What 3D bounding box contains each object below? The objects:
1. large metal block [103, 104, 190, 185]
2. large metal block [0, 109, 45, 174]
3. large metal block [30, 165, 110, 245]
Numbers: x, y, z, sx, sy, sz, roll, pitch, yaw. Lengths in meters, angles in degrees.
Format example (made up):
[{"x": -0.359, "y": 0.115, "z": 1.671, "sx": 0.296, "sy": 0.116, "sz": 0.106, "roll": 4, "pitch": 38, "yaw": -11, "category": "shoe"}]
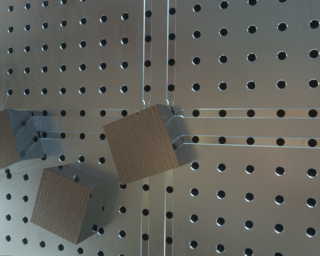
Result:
[{"x": -0.017, "y": 0.021, "z": 0.406, "sx": 0.080, "sy": 0.050, "sz": 0.080, "roll": -21, "pitch": 83, "yaw": 19, "category": "large metal block"}, {"x": -0.239, "y": 0.024, "z": 0.485, "sx": 0.080, "sy": 0.050, "sz": 0.080, "roll": -22, "pitch": 83, "yaw": 18, "category": "large metal block"}, {"x": -0.128, "y": 0.106, "z": 0.445, "sx": 0.080, "sy": 0.050, "sz": 0.080, "roll": 18, "pitch": 96, "yaw": 19, "category": "large metal block"}]
